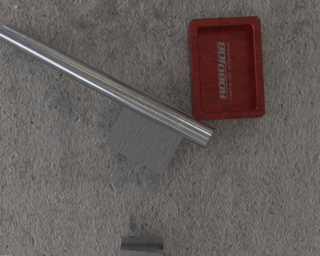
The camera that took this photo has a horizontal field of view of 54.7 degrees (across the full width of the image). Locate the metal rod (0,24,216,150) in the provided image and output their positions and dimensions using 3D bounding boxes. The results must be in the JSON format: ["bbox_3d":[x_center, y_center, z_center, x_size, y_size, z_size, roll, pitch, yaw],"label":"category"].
[{"bbox_3d":[-0.074,-0.056,0.370,0.301,0.025,0.025,28,90,15],"label":"metal rod"}]

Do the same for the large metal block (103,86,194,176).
[{"bbox_3d":[-0.014,0.003,0.397,0.080,0.050,0.080,28,90,0],"label":"large metal block"}]

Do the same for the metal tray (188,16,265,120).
[{"bbox_3d":[0.086,-0.076,0.408,0.091,0.030,0.129,-3,90,0],"label":"metal tray"}]

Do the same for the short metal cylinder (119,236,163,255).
[{"bbox_3d":[-0.022,0.176,0.382,0.050,0.080,0.080,2,90,0],"label":"short metal cylinder"}]
